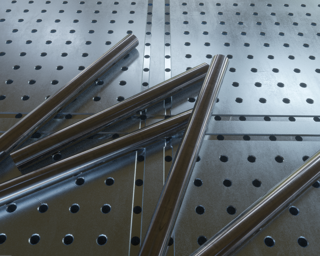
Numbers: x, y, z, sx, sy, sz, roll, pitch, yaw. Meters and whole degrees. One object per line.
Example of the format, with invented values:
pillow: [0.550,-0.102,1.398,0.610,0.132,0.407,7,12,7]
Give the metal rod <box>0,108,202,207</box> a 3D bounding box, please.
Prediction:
metal rod: [-0.071,0.032,0.379,0.302,0.025,0.025,-22,54,-18]

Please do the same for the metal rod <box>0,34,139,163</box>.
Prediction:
metal rod: [-0.128,-0.055,0.451,0.025,0.025,0.301,27,55,20]

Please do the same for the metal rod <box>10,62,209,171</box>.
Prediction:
metal rod: [-0.050,-0.025,0.427,0.302,0.025,0.025,-28,56,-22]

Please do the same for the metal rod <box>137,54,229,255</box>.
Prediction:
metal rod: [0.035,0.022,0.366,0.025,0.025,0.300,16,58,12]

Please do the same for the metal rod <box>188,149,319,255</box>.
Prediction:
metal rod: [0.105,0.093,0.330,0.302,0.025,0.025,-30,56,-23]
